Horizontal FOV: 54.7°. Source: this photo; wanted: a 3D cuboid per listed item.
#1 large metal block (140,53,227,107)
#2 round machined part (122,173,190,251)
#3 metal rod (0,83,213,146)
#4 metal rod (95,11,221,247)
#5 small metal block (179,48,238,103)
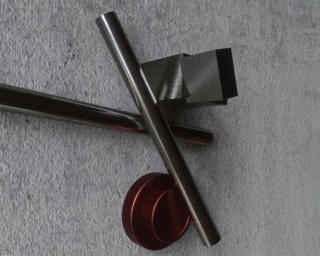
[{"bbox_3d":[0.029,-0.056,0.395,0.081,0.080,0.050,4,88,-40],"label":"large metal block"},{"bbox_3d":[0.004,0.108,0.399,0.099,0.042,0.097,0,90,-40],"label":"round machined part"},{"bbox_3d":[-0.043,-0.008,0.369,0.302,0.025,0.025,11,83,-40],"label":"metal rod"},{"bbox_3d":[0.002,0.008,0.370,0.025,0.025,0.299,-31,100,-36],"label":"metal rod"},{"bbox_3d":[0.051,-0.055,0.329,0.025,0.050,0.050,-18,102,-39],"label":"small metal block"}]
